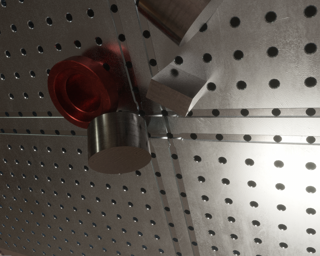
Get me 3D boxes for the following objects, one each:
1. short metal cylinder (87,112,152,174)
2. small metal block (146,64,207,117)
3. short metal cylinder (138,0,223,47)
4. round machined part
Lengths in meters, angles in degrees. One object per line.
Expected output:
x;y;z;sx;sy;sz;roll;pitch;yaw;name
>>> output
-0.054;0.022;0.409;0.081;0.050;0.080;-7;149;-4;short metal cylinder
0.020;-0.045;0.356;0.050;0.050;0.025;28;128;10;small metal block
0.025;-0.122;0.286;0.050;0.080;0.080;41;129;0;short metal cylinder
-0.098;-0.051;0.419;0.098;0.042;0.097;13;124;20;round machined part
